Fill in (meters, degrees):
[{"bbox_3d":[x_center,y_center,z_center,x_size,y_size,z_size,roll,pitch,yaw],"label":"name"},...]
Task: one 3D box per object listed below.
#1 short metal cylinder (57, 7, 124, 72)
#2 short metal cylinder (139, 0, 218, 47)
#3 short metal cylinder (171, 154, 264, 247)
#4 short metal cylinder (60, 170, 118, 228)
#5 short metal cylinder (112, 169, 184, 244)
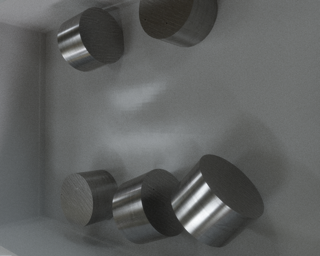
[{"bbox_3d":[-0.099,-0.127,0.450,0.050,0.081,0.080,-8,85,39],"label":"short metal cylinder"},{"bbox_3d":[0.021,-0.142,0.371,0.080,0.050,0.079,0,90,39],"label":"short metal cylinder"},{"bbox_3d":[0.059,0.074,0.321,0.080,0.081,0.050,52,120,27],"label":"short metal cylinder"},{"bbox_3d":[-0.108,0.107,0.477,0.080,0.050,0.079,0,90,39],"label":"short metal cylinder"},{"bbox_3d":[-0.010,0.096,0.378,0.050,0.081,0.080,-29,72,36],"label":"short metal cylinder"}]
